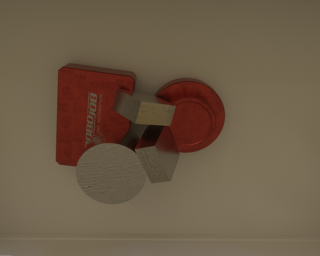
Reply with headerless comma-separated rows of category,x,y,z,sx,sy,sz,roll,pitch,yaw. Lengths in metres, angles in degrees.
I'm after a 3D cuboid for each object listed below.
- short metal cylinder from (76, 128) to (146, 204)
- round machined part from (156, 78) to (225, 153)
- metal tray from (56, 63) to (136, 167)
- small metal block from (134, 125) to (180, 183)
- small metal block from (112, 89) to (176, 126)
short metal cylinder,-0.057,0.045,0.380,0.081,0.050,0.079,0,110,-1
round machined part,0.034,-0.012,0.396,0.099,0.042,0.097,0,110,-1
metal tray,-0.083,-0.012,0.399,0.091,0.030,0.129,7,110,-3
small metal block,-0.001,0.029,0.365,0.025,0.050,0.050,-12,118,24
small metal block,-0.019,-0.024,0.360,0.050,0.050,0.025,3,109,-41
